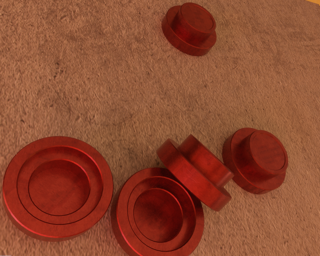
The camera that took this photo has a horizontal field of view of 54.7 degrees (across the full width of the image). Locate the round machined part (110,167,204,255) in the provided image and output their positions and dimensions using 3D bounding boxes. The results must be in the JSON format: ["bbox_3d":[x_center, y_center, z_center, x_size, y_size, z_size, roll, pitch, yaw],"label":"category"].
[{"bbox_3d":[-0.006,0.095,0.332,0.099,0.042,0.098,13,56,-21],"label":"round machined part"}]

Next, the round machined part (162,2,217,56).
[{"bbox_3d":[0.056,-0.175,0.529,0.099,0.042,0.098,14,56,-21],"label":"round machined part"}]

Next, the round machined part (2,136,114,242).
[{"bbox_3d":[-0.099,0.060,0.303,0.099,0.042,0.098,14,56,-21],"label":"round machined part"}]

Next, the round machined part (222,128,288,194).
[{"bbox_3d":[0.143,0.042,0.444,0.099,0.042,0.098,14,56,-21],"label":"round machined part"}]

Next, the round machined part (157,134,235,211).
[{"bbox_3d":[0.046,0.044,0.354,0.098,0.098,0.042,43,94,1],"label":"round machined part"}]
